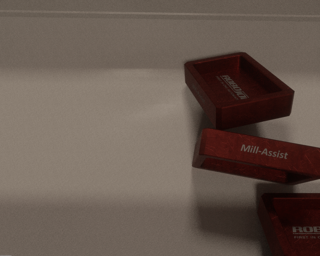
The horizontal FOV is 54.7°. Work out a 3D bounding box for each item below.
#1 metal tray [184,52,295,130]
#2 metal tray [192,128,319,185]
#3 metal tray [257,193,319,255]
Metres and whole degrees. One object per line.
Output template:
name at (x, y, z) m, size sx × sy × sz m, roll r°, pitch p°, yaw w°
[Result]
metal tray at (0.091, -0.052, 0.388) m, size 0.091 × 0.030 × 0.130 m, roll -12°, pitch 35°, yaw -7°
metal tray at (0.108, 0.036, 0.362) m, size 0.131 × 0.090 × 0.030 m, roll 10°, pitch 74°, yaw 3°
metal tray at (0.185, 0.113, 0.341) m, size 0.131 × 0.030 × 0.090 m, roll 0°, pitch 31°, yaw -1°
